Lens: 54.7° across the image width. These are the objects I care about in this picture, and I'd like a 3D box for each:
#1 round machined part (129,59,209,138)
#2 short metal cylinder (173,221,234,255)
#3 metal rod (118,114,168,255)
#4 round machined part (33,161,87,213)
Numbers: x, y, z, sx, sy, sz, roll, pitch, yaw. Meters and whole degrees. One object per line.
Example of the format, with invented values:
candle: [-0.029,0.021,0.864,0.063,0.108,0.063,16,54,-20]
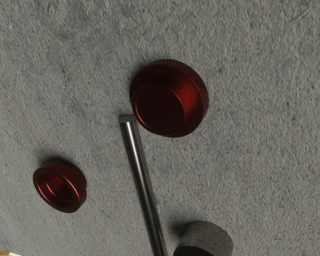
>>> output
round machined part: [0.006,-0.029,0.374,0.098,0.042,0.097,13,124,20]
short metal cylinder: [0.067,0.190,0.472,0.080,0.050,0.079,13,124,20]
metal rod: [-0.019,0.118,0.488,0.025,0.025,0.298,3,120,26]
round machined part: [-0.169,0.098,0.543,0.098,0.042,0.097,13,124,20]
